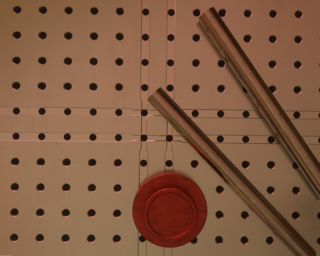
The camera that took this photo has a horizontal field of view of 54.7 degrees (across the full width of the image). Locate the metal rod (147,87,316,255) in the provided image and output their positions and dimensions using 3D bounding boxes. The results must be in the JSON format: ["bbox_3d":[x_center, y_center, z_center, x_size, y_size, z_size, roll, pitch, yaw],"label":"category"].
[{"bbox_3d":[0.095,0.063,0.413,0.025,0.025,0.300,-43,90,0],"label":"metal rod"}]

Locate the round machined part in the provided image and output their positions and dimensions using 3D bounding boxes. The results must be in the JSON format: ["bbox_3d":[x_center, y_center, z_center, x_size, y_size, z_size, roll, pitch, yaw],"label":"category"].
[{"bbox_3d":[0.013,0.108,0.405,0.099,0.042,0.097,0,90,0],"label":"round machined part"}]

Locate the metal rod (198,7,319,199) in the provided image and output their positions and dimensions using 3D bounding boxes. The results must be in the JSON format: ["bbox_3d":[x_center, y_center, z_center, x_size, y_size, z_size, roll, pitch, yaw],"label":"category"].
[{"bbox_3d":[0.146,-0.029,0.414,0.025,0.025,0.299,-34,90,0],"label":"metal rod"}]
